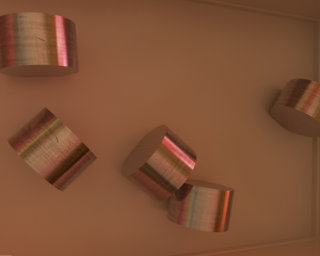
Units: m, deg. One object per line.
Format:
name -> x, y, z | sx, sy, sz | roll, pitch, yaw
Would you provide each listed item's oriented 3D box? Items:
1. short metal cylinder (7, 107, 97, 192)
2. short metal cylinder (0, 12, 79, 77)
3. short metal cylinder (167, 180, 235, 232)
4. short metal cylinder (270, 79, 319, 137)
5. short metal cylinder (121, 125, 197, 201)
short metal cylinder -> -0.116, 0.023, 0.339 | 0.050, 0.080, 0.080 | -46, 105, -14
short metal cylinder -> -0.131, -0.086, 0.333 | 0.081, 0.080, 0.050 | -4, 92, -20
short metal cylinder -> 0.053, 0.097, 0.402 | 0.081, 0.080, 0.050 | 11, 87, -20
short metal cylinder -> 0.215, -0.029, 0.463 | 0.080, 0.080, 0.050 | 37, 78, -17
short metal cylinder -> -0.002, 0.042, 0.382 | 0.050, 0.080, 0.080 | 42, 77, -16
